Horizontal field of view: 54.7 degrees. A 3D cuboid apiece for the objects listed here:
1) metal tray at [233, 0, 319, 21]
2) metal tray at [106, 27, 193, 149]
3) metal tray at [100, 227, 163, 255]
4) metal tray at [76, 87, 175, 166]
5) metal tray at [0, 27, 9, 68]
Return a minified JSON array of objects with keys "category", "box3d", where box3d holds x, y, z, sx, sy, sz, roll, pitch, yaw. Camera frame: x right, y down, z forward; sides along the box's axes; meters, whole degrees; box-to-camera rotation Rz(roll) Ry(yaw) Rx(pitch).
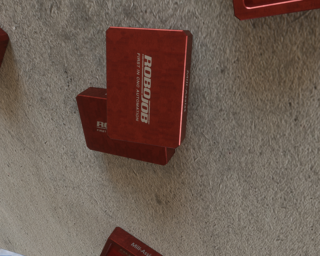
[{"category":"metal tray","box3d":[0.101,-0.162,0.249,0.090,0.030,0.129,0,119,28]},{"category":"metal tray","box3d":[-0.014,-0.047,0.356,0.090,0.030,0.129,8,109,15]},{"category":"metal tray","box3d":[-0.046,0.253,0.583,0.130,0.030,0.089,31,128,8]},{"category":"metal tray","box3d":[-0.046,-0.004,0.426,0.130,0.030,0.089,9,123,23]},{"category":"metal tray","box3d":[-0.298,-0.147,0.470,0.130,0.030,0.090,42,129,-1]}]
